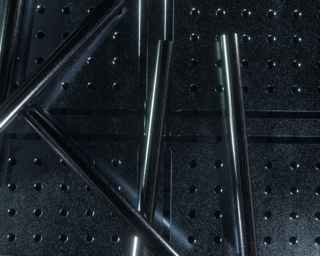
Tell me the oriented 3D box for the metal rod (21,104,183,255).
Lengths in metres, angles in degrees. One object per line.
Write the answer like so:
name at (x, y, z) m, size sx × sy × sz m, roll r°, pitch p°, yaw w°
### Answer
metal rod at (-0.068, 0.081, 0.394) m, size 0.300 × 0.025 × 0.025 m, roll 44°, pitch 90°, yaw 7°

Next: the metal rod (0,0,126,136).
metal rod at (-0.153, -0.062, 0.395) m, size 0.025 × 0.025 × 0.300 m, roll 42°, pitch 83°, yaw 0°

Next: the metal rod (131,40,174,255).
metal rod at (-0.010, 0.034, 0.413) m, size 0.025 × 0.025 × 0.298 m, roll 7°, pitch 90°, yaw -1°

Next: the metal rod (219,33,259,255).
metal rod at (0.106, 0.026, 0.414) m, size 0.025 × 0.025 × 0.298 m, roll -5°, pitch 90°, yaw -1°

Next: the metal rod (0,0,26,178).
metal rod at (-0.207, -0.067, 0.410) m, size 0.025 × 0.025 × 0.298 m, roll 8°, pitch 90°, yaw -1°
